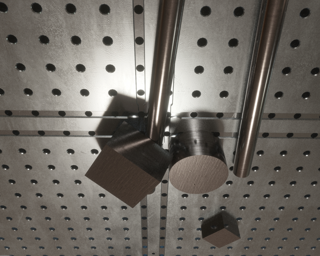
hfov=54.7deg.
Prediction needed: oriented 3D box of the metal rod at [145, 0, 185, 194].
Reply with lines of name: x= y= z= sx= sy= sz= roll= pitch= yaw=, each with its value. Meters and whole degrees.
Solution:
metal rod: x=-0.004 y=-0.017 z=0.397 sx=0.025 sy=0.025 sz=0.298 roll=4 pitch=130 yaw=-4

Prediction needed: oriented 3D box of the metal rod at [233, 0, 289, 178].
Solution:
metal rod: x=0.118 y=-0.047 z=0.373 sx=0.025 sy=0.025 sz=0.298 roll=-2 pitch=130 yaw=1

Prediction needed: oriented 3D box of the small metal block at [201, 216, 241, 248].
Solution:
small metal block: x=0.114 y=0.196 z=0.581 sx=0.050 sy=0.025 sz=0.050 roll=-37 pitch=122 yaw=27

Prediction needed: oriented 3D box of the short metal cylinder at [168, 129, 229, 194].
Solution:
short metal cylinder: x=0.052 y=0.048 z=0.437 sx=0.081 sy=0.050 sz=0.079 roll=0 pitch=130 yaw=0

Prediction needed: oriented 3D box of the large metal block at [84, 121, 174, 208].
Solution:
large metal block: x=-0.042 y=0.051 z=0.416 sx=0.080 sy=0.050 sz=0.080 roll=36 pitch=132 yaw=-5
